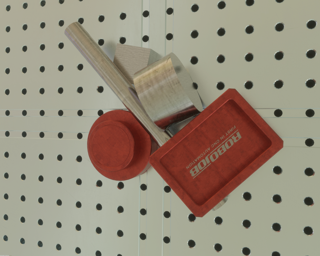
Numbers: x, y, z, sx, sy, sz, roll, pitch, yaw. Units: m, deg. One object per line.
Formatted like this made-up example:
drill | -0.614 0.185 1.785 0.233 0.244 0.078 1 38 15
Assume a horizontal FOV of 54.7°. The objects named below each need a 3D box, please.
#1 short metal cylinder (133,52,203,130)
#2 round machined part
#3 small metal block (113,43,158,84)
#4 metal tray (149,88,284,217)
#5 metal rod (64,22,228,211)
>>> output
short metal cylinder | 0.011 -0.044 0.378 0.050 0.080 0.080 -26 82 18
round machined part | -0.058 0.023 0.422 0.098 0.042 0.097 0 90 19
small metal block | -0.036 -0.085 0.425 0.050 0.025 0.050 14 95 19
metal tray | 0.064 0.028 0.364 0.130 0.030 0.090 -41 85 -1
metal rod | -0.021 -0.018 0.401 0.025 0.025 0.300 -41 85 15
